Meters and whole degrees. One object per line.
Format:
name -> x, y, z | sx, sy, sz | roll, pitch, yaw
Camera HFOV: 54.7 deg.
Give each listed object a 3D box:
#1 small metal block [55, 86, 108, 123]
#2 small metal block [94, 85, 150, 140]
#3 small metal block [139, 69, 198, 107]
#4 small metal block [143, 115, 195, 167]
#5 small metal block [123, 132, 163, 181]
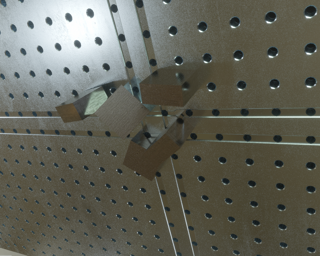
small metal block -> -0.105, -0.032, 0.422 | 0.050, 0.050, 0.025 | -5, 117, 47
small metal block -> -0.049, -0.020, 0.405 | 0.050, 0.025, 0.050 | 43, 87, -3
small metal block -> 0.012, -0.048, 0.358 | 0.050, 0.050, 0.025 | 7, 121, 24
small metal block -> 0.011, 0.016, 0.398 | 0.025, 0.050, 0.050 | 44, 129, -3
small metal block -> -0.021, 0.041, 0.446 | 0.050, 0.025, 0.050 | 29, 128, 9
